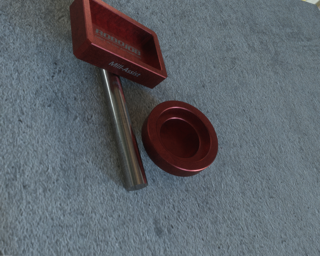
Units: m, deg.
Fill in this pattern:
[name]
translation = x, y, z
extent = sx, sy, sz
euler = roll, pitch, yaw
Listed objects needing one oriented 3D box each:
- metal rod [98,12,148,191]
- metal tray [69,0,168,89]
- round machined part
[metal rod]
translation = -0.065, -0.064, 0.409
extent = 0.025, 0.025, 0.299
euler = -3, 63, -30
[metal tray]
translation = -0.052, -0.113, 0.413
extent = 0.131, 0.030, 0.090
euler = 17, 50, -43
[round machined part]
translation = 0.021, 0.017, 0.396
extent = 0.099, 0.042, 0.098
euler = 14, 56, -21
